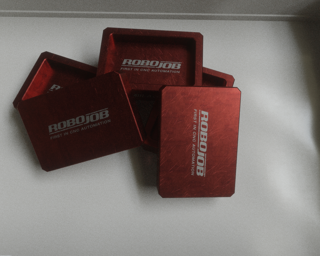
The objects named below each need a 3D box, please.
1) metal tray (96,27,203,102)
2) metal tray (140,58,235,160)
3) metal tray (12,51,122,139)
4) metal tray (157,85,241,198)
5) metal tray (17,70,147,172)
[{"bbox_3d":[-0.011,-0.082,0.403,0.131,0.030,0.090,3,70,1],"label":"metal tray"},{"bbox_3d":[0.038,-0.021,0.413,0.090,0.030,0.130,18,71,6],"label":"metal tray"},{"bbox_3d":[-0.115,-0.043,0.418,0.131,0.030,0.090,19,71,6],"label":"metal tray"},{"bbox_3d":[0.044,0.015,0.366,0.091,0.030,0.129,1,98,-6],"label":"metal tray"},{"bbox_3d":[-0.092,-0.008,0.371,0.130,0.030,0.089,-16,100,10],"label":"metal tray"}]
